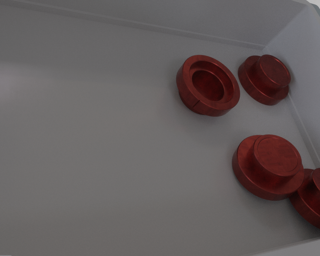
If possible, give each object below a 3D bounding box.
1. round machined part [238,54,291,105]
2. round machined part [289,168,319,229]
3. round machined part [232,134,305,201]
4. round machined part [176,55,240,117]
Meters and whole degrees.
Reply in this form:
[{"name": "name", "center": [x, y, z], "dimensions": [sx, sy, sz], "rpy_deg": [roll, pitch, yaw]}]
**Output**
[{"name": "round machined part", "center": [0.193, -0.092, 0.554], "dimensions": [0.099, 0.042, 0.098], "rpy_deg": [14, 56, -21]}, {"name": "round machined part", "center": [0.240, 0.097, 0.448], "dimensions": [0.099, 0.042, 0.098], "rpy_deg": [14, 40, -12]}, {"name": "round machined part", "center": [0.155, 0.048, 0.433], "dimensions": [0.099, 0.042, 0.098], "rpy_deg": [7, 50, -8]}, {"name": "round machined part", "center": [0.067, -0.059, 0.466], "dimensions": [0.099, 0.042, 0.098], "rpy_deg": [14, 56, -21]}]
